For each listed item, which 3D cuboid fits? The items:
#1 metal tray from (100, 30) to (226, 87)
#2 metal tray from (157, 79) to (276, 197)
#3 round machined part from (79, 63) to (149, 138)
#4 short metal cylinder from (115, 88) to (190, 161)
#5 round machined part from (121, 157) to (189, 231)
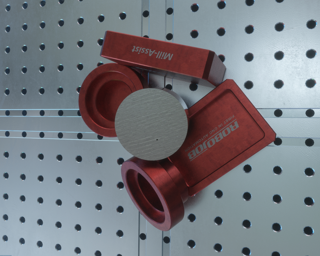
[{"bbox_3d":[0.007,-0.081,0.375,0.130,0.090,0.030,16,96,19],"label":"metal tray"},{"bbox_3d":[0.064,0.013,0.386,0.130,0.030,0.090,-38,78,15],"label":"metal tray"},{"bbox_3d":[-0.057,-0.036,0.423,0.098,0.042,0.097,0,90,19],"label":"round machined part"},{"bbox_3d":[-0.007,-0.007,0.361,0.080,0.050,0.079,1,99,7],"label":"short metal cylinder"},{"bbox_3d":[-0.003,0.074,0.385,0.098,0.042,0.097,37,143,35],"label":"round machined part"}]
